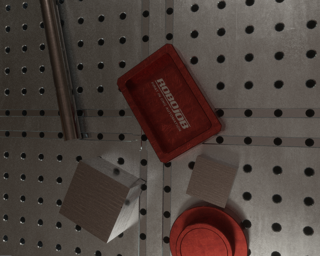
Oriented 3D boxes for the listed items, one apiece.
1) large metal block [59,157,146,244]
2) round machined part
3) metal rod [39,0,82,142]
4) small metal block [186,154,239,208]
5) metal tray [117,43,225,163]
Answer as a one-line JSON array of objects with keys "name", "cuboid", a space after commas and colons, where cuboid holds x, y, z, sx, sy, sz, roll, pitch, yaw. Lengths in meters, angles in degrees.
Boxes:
[{"name": "large metal block", "cuboid": [-0.079, 0.095, 0.426, 0.080, 0.050, 0.080, 26, 98, 17]}, {"name": "round machined part", "cuboid": [0.058, 0.145, 0.383, 0.098, 0.042, 0.097, 0, 90, 19]}, {"name": "metal rod", "cuboid": [-0.157, -0.128, 0.466, 0.025, 0.025, 0.298, -13, 86, 19]}, {"name": "small metal block", "cuboid": [0.066, 0.066, 0.389, 0.050, 0.025, 0.050, 18, 96, 18]}, {"name": "metal tray", "cuboid": [0.013, -0.031, 0.404, 0.090, 0.030, 0.130, -33, 80, 16]}]
